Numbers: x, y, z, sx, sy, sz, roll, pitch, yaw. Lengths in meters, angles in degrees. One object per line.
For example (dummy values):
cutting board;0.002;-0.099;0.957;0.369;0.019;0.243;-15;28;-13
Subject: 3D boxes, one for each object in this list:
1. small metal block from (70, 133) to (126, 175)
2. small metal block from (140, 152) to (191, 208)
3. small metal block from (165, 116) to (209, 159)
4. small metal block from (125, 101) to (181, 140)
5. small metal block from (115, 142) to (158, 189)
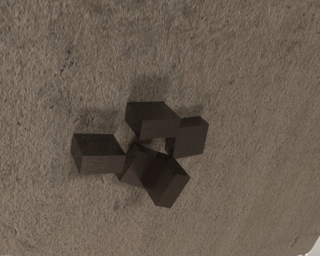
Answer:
small metal block;-0.075;0.030;0.369;0.050;0.050;0.025;2;118;-30
small metal block;0.006;0.068;0.405;0.025;0.050;0.050;21;107;-36
small metal block;0.037;0.013;0.437;0.050;0.025;0.050;-8;122;-25
small metal block;-0.010;-0.011;0.380;0.050;0.050;0.025;-4;120;-27
small metal block;-0.026;0.053;0.427;0.050;0.025;0.050;26;104;-38
